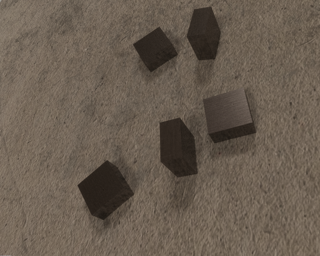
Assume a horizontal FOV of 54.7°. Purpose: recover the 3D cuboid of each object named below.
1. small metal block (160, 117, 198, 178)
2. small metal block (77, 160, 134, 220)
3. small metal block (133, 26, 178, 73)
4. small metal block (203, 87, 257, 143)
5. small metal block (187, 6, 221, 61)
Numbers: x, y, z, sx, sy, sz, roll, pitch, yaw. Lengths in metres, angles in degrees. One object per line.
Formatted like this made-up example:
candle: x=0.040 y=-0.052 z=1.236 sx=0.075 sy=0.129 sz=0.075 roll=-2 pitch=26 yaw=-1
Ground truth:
small metal block: x=0.022 y=0.024 z=0.361 sx=0.025 sy=0.050 sz=0.050 roll=-14 pitch=56 yaw=20
small metal block: x=-0.069 y=0.078 z=0.391 sx=0.050 sy=0.025 sz=0.050 roll=-40 pitch=51 yaw=0
small metal block: x=-0.008 y=-0.122 z=0.482 sx=0.050 sy=0.025 sz=0.050 roll=-33 pitch=52 yaw=6
small metal block: x=0.082 y=-0.015 z=0.369 sx=0.050 sy=0.025 sz=0.050 roll=-16 pitch=55 yaw=18
small metal block: x=0.063 y=-0.131 z=0.435 sx=0.025 sy=0.050 sz=0.050 roll=1 pitch=62 yaw=29
